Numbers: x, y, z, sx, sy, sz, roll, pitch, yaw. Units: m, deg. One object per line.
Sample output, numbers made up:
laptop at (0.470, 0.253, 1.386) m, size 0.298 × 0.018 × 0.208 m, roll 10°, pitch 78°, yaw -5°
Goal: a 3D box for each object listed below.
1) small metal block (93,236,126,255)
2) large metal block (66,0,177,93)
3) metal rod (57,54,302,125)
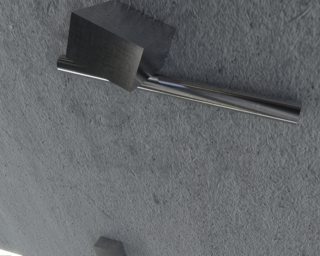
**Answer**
small metal block at (-0.097, 0.245, 0.607) m, size 0.050 × 0.025 × 0.050 m, roll 4°, pitch 120°, yaw 26°
large metal block at (-0.040, -0.092, 0.334) m, size 0.080 × 0.080 × 0.050 m, roll 29°, pitch 128°, yaw 9°
metal rod at (0.007, -0.051, 0.370) m, size 0.301 × 0.025 × 0.025 m, roll 15°, pitch 124°, yaw 19°
